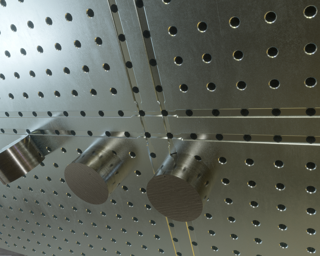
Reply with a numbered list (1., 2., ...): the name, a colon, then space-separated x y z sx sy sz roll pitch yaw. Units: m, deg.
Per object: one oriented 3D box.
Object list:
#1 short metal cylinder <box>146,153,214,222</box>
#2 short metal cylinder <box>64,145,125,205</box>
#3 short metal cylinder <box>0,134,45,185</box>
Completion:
1. short metal cylinder: 0.028 0.082 0.430 0.080 0.050 0.079 13 124 20
2. short metal cylinder: -0.103 0.074 0.493 0.080 0.050 0.079 13 124 20
3. short metal cylinder: -0.250 0.053 0.537 0.080 0.080 0.050 -19 108 35
